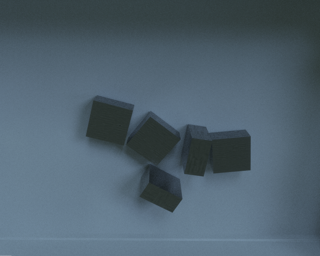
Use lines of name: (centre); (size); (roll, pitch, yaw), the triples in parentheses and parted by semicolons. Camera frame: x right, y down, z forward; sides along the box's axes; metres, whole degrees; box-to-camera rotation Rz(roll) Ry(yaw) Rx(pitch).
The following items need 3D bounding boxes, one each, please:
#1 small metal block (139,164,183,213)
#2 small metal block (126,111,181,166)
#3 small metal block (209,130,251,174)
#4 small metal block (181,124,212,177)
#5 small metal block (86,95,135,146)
small metal block: (0.001, 0.082, 0.426); (0.050, 0.050, 0.025); (29, 108, -11)
small metal block: (-0.009, 0.014, 0.414); (0.050, 0.025, 0.050); (37, 106, -13)
small metal block: (0.095, 0.032, 0.422); (0.050, 0.025, 0.050); (-5, 110, 1)
small metal block: (0.047, 0.028, 0.407); (0.025, 0.050, 0.050); (9, 110, -4)
small metal block: (-0.065, -0.010, 0.404); (0.050, 0.025, 0.050); (14, 109, -6)
